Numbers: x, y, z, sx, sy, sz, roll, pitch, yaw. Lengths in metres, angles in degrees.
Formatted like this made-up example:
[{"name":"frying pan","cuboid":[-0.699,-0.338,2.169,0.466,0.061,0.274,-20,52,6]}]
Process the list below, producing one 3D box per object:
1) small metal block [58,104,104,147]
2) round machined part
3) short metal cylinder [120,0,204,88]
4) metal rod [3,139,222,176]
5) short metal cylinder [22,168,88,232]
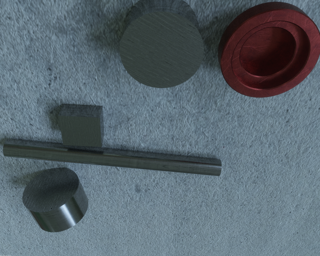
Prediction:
[{"name":"small metal block","cuboid":[-0.101,-0.003,0.404,0.050,0.025,0.050,3,130,-3]},{"name":"round machined part","cuboid":[0.110,-0.083,0.326,0.099,0.042,0.097,0,130,0]},{"name":"short metal cylinder","cuboid":[0.002,-0.088,0.316,0.081,0.050,0.079,0,130,0]},{"name":"metal rod","cuboid":[-0.062,0.043,0.442,0.302,0.025,0.025,6,130,-6]},{"name":"short metal cylinder","cuboid":[-0.153,0.105,0.459,0.080,0.080,0.050,-5,130,4]}]
